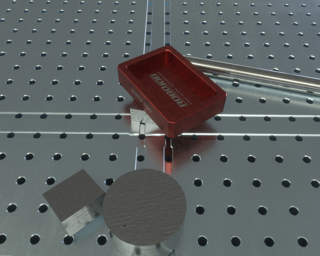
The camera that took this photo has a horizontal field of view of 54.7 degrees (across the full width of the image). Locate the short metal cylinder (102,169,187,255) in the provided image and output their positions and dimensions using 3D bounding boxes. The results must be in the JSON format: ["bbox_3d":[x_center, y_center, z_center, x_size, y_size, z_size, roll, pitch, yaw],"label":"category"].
[{"bbox_3d":[-0.015,0.089,0.316,0.081,0.050,0.080,1,50,0],"label":"short metal cylinder"}]

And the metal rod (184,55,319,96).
[{"bbox_3d":[0.168,-0.076,0.473,0.301,0.025,0.025,12,51,9],"label":"metal rod"}]

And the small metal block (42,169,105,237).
[{"bbox_3d":[-0.089,0.078,0.333,0.050,0.025,0.050,-33,42,-25],"label":"small metal block"}]

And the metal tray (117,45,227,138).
[{"bbox_3d":[0.013,-0.055,0.417,0.091,0.030,0.130,-27,56,-22],"label":"metal tray"}]

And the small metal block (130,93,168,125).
[{"bbox_3d":[-0.010,-0.032,0.435,0.050,0.025,0.050,11,51,8],"label":"small metal block"}]
